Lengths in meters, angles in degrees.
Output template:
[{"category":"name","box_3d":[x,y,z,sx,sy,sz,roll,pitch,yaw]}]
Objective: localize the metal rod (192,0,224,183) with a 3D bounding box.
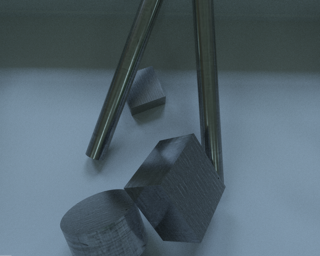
[{"category":"metal rod","box_3d":[0.056,-0.079,0.374,0.025,0.025,0.298,-5,95,-2]}]

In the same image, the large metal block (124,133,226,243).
[{"category":"large metal block","box_3d":[0.020,0.065,0.338,0.080,0.050,0.080,58,44,-20]}]

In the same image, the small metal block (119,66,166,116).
[{"category":"small metal block","box_3d":[-0.025,-0.051,0.428,0.050,0.025,0.050,-20,72,-8]}]

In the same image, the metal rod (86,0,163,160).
[{"category":"metal rod","box_3d":[-0.029,-0.101,0.378,0.025,0.025,0.298,22,98,7]}]

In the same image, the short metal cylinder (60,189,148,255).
[{"category":"short metal cylinder","box_3d":[-0.058,0.109,0.332,0.081,0.080,0.050,-18,106,-7]}]
